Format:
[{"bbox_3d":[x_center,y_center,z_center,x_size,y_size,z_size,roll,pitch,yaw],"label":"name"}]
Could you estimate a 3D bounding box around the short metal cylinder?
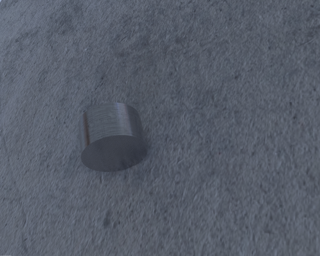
[{"bbox_3d":[-0.060,0.013,0.390,0.080,0.080,0.050,-25,53,13],"label":"short metal cylinder"}]
